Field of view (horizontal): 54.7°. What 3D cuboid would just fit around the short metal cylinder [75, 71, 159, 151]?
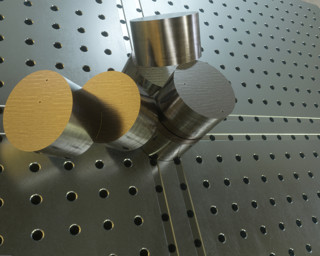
[{"bbox_3d":[-0.048,-0.017,0.348,0.050,0.080,0.080,33,34,-65],"label":"short metal cylinder"}]

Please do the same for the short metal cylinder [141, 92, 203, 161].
[{"bbox_3d":[0.013,-0.004,0.400,0.081,0.050,0.080,14,56,-21],"label":"short metal cylinder"}]

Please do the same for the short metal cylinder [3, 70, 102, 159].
[{"bbox_3d":[-0.107,-0.012,0.314,0.050,0.080,0.080,34,33,-65],"label":"short metal cylinder"}]

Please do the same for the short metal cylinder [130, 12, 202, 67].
[{"bbox_3d":[0.008,-0.107,0.369,0.081,0.080,0.050,-27,120,-37],"label":"short metal cylinder"}]

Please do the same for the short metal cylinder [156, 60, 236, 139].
[{"bbox_3d":[0.041,-0.033,0.368,0.081,0.050,0.080,13,56,-21],"label":"short metal cylinder"}]

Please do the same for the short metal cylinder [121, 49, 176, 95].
[{"bbox_3d":[-0.010,-0.075,0.432,0.081,0.050,0.080,13,56,-21],"label":"short metal cylinder"}]
